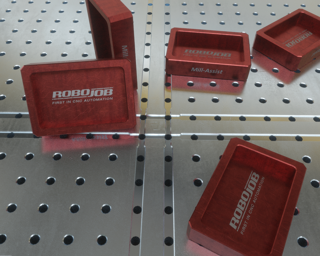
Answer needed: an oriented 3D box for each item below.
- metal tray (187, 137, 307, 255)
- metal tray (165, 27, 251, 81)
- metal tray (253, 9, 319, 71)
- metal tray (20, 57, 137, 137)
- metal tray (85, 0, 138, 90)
[{"bbox_3d":[0.097,0.078,0.339,0.090,0.030,0.130,23,53,18],"label":"metal tray"},{"bbox_3d":[0.078,-0.123,0.508,0.131,0.030,0.090,6,50,4],"label":"metal tray"},{"bbox_3d":[0.239,-0.157,0.539,0.131,0.030,0.090,-32,57,-24],"label":"metal tray"},{"bbox_3d":[-0.099,-0.041,0.397,0.131,0.089,0.030,-5,17,-5],"label":"metal tray"},{"bbox_3d":[-0.068,-0.121,0.440,0.030,0.129,0.090,-23,54,-19],"label":"metal tray"}]
